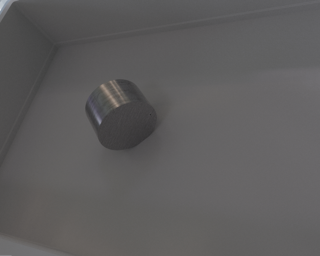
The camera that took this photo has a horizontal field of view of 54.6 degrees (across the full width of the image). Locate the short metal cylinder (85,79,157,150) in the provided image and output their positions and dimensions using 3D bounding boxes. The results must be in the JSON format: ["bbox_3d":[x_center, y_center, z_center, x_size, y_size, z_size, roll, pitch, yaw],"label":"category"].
[{"bbox_3d":[-0.051,-0.017,0.409,0.080,0.080,0.050,-38,51,3],"label":"short metal cylinder"}]
